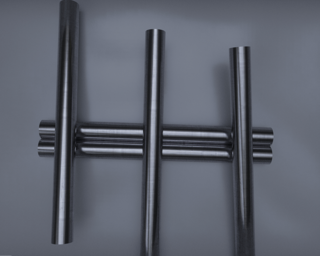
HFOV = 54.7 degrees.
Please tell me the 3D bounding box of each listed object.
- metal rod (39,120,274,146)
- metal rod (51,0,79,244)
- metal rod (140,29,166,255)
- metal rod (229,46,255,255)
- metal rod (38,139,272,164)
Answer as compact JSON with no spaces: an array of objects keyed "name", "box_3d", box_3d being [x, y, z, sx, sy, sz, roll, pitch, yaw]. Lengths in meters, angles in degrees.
[{"name":"metal rod","box_3d":[-0.004,0.007,0.410,0.302,0.025,0.025,2,90,-1]},{"name":"metal rod","box_3d":[-0.117,-0.014,0.385,0.025,0.025,0.298,-1,82,-1]},{"name":"metal rod","box_3d":[-0.009,0.030,0.385,0.025,0.025,0.298,1,90,-1]},{"name":"metal rod","box_3d":[0.104,0.052,0.389,0.025,0.025,0.298,-4,98,0]},{"name":"metal rod","box_3d":[-0.006,0.031,0.410,0.302,0.025,0.025,2,90,-1]}]
